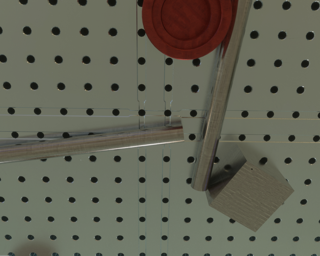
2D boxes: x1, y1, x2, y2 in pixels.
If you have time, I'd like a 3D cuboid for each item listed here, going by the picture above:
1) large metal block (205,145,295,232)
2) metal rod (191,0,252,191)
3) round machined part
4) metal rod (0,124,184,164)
[{"bbox_3d":[0.121,0.084,0.433,0.080,0.050,0.080,32,107,-12],"label":"large metal block"},{"bbox_3d":[0.079,-0.054,0.394,0.025,0.025,0.298,8,110,-4],"label":"metal rod"},{"bbox_3d":[0.029,-0.131,0.357,0.099,0.042,0.097,0,110,-1],"label":"round machined part"},{"bbox_3d":[-0.119,0.025,0.420,0.302,0.025,0.025,-7,110,2],"label":"metal rod"}]
